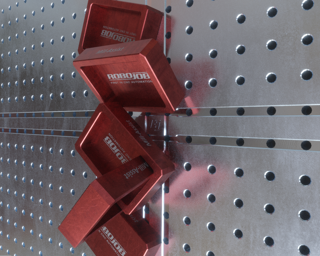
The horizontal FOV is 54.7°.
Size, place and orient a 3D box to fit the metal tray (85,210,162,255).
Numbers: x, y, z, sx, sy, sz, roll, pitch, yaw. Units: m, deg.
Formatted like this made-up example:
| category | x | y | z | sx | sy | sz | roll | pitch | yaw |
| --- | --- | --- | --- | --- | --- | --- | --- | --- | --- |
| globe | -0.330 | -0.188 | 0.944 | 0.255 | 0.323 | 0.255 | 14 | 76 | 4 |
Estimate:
| category | x | y | z | sx | sy | sz | roll | pitch | yaw |
| --- | --- | --- | --- | --- | --- | --- | --- | --- | --- |
| metal tray | -0.065 | 0.156 | 0.458 | 0.130 | 0.030 | 0.089 | 38 | 113 | 33 |

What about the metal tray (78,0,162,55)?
| category | x | y | z | sx | sy | sz | roll | pitch | yaw |
| --- | --- | --- | --- | --- | --- | --- | --- | --- | --- |
| metal tray | -0.064 | -0.138 | 0.456 | 0.130 | 0.030 | 0.089 | 25 | 106 | 36 |

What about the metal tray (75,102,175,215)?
| category | x | y | z | sx | sy | sz | roll | pitch | yaw |
| --- | --- | --- | --- | --- | --- | --- | --- | --- | --- |
| metal tray | -0.052 | 0.038 | 0.418 | 0.130 | 0.030 | 0.090 | 47 | 119 | 20 |

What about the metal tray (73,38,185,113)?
| category | x | y | z | sx | sy | sz | roll | pitch | yaw |
| --- | --- | --- | --- | --- | --- | --- | --- | --- | --- |
| metal tray | -0.042 | -0.063 | 0.402 | 0.130 | 0.090 | 0.030 | 5 | 49 | 39 |

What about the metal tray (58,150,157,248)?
| category | x | y | z | sx | sy | sz | roll | pitch | yaw |
| --- | --- | --- | --- | --- | --- | --- | --- | --- | --- |
| metal tray | -0.051 | 0.080 | 0.379 | 0.030 | 0.131 | 0.090 | 45 | 118 | 12 |
